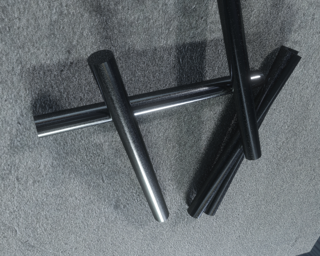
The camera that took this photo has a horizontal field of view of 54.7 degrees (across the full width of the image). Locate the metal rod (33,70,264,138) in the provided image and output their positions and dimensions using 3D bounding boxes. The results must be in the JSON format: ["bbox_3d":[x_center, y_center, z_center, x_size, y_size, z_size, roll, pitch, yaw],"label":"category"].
[{"bbox_3d":[0.003,-0.036,0.387,0.302,0.025,0.025,-14,125,-21],"label":"metal rod"}]

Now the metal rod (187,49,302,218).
[{"bbox_3d":[0.118,0.023,0.473,0.025,0.025,0.298,10,118,-33],"label":"metal rod"}]

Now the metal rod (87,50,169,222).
[{"bbox_3d":[-0.027,0.037,0.392,0.025,0.025,0.299,-27,135,-12],"label":"metal rod"}]

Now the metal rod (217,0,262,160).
[{"bbox_3d":[0.096,-0.084,0.383,0.025,0.025,0.298,-25,120,-13],"label":"metal rod"}]

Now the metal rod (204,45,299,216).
[{"bbox_3d":[0.135,0.017,0.493,0.025,0.025,0.298,7,115,-32],"label":"metal rod"}]
